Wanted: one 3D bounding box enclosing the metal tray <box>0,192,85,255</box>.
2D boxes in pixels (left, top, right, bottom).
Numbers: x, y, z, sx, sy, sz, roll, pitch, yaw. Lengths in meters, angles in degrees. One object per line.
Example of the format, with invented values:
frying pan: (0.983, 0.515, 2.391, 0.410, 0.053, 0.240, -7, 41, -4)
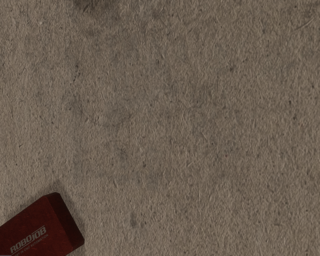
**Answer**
metal tray: (-0.189, 0.169, 0.471, 0.130, 0.030, 0.090, -35, 79, 16)
